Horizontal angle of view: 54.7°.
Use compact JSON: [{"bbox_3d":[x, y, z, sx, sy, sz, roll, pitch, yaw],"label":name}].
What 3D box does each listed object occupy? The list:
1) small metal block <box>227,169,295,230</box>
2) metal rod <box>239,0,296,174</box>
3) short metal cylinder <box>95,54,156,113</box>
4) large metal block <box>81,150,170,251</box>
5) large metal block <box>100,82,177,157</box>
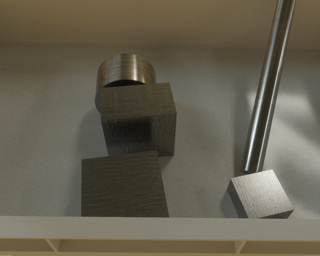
[{"bbox_3d":[0.109,0.078,0.341,0.050,0.025,0.050,-10,51,-9],"label":"small metal block"},{"bbox_3d":[0.148,-0.085,0.402,0.025,0.025,0.299,14,75,11],"label":"metal rod"},{"bbox_3d":[-0.044,-0.051,0.412,0.081,0.080,0.050,-3,50,-3],"label":"short metal cylinder"},{"bbox_3d":[-0.037,0.075,0.326,0.081,0.050,0.080,-7,50,-6],"label":"large metal block"},{"bbox_3d":[-0.025,-0.005,0.374,0.081,0.080,0.050,-6,51,-5],"label":"large metal block"}]
